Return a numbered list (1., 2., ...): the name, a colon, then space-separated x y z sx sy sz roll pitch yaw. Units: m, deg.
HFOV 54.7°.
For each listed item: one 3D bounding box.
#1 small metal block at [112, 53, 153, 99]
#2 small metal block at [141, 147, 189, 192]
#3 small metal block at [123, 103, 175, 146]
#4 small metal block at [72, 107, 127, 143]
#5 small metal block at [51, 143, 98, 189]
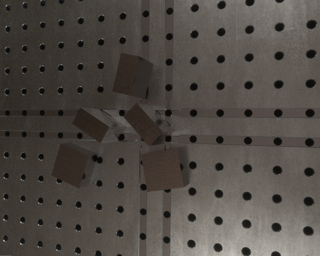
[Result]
1. small metal block: -0.035 -0.068 0.411 0.025 0.050 0.050 15 95 19
2. small metal block: 0.007 0.055 0.409 0.050 0.025 0.050 -11 86 19
3. small metal block: -0.013 -0.005 0.403 0.025 0.050 0.050 -45 76 14
4. small metal block: -0.082 -0.004 0.427 0.050 0.050 0.025 33 101 16
5. small metal block: -0.125 0.054 0.455 0.050 0.025 0.050 20 97 18
